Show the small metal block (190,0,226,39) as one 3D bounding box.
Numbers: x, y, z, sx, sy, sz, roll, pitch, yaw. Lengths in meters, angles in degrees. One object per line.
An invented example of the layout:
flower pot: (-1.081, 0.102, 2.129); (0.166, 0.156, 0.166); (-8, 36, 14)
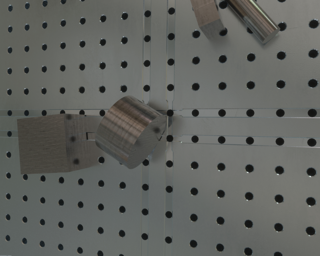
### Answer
small metal block: (0.058, -0.144, 0.379); (0.025, 0.050, 0.050); (-18, 84, 19)

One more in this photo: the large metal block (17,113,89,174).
large metal block: (-0.156, 0.023, 0.454); (0.080, 0.050, 0.080); (-5, 88, 20)

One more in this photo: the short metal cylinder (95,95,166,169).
short metal cylinder: (-0.036, 0.005, 0.396); (0.050, 0.080, 0.080); (33, 101, 17)

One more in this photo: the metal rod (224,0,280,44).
metal rod: (0.045, -0.227, 0.396); (0.025, 0.025, 0.299); (-40, 78, 16)
